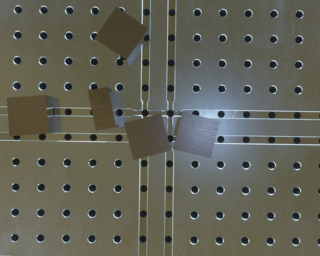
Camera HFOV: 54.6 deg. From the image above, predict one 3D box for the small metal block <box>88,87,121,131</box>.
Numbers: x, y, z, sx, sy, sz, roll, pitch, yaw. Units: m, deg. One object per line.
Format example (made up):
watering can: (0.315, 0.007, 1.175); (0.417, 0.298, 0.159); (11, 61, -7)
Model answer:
small metal block: (-0.070, -0.023, 0.400); (0.025, 0.050, 0.050); (-11, 90, 0)

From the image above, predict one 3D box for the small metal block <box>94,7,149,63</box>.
small metal block: (-0.050, -0.122, 0.413); (0.050, 0.025, 0.050); (34, 90, 0)

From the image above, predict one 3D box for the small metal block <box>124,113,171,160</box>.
small metal block: (-0.016, 0.011, 0.413); (0.050, 0.025, 0.050); (-15, 90, 0)

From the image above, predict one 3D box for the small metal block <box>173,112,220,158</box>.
small metal block: (0.048, 0.009, 0.414); (0.050, 0.025, 0.050); (14, 90, 0)

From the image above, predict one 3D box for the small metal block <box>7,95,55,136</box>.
small metal block: (-0.171, -0.016, 0.412); (0.050, 0.025, 0.050); (-4, 90, 0)
